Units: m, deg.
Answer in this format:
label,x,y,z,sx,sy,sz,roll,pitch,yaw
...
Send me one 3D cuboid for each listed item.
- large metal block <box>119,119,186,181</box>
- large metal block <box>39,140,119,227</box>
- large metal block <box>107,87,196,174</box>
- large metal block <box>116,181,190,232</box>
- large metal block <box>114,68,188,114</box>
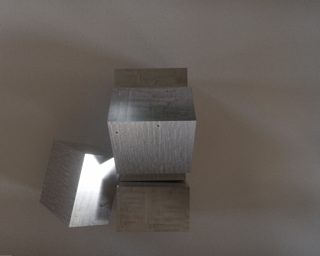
label,x,y,z,sx,sy,sz,roll,pitch,yaw
large metal block,-0.010,0.024,0.399,0.081,0.050,0.079,-1,90,-1
large metal block,-0.096,0.064,0.373,0.050,0.080,0.080,12,91,-43
large metal block,-0.007,0.004,0.326,0.081,0.079,0.050,-1,45,-1
large metal block,-0.008,0.090,0.382,0.081,0.080,0.050,0,90,-1
large metal block,-0.010,-0.041,0.381,0.081,0.080,0.050,-1,90,-1
